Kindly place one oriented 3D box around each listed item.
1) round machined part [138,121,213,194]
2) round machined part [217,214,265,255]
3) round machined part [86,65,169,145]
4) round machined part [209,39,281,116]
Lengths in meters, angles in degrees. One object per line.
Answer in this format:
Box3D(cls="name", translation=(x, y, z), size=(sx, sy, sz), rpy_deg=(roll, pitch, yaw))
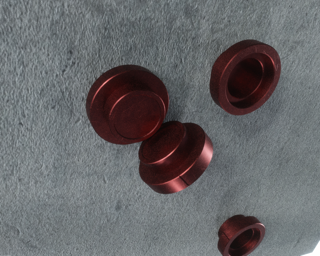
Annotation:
Box3D(cls="round machined part", translation=(0.012, 0.029, 0.385), size=(0.098, 0.098, 0.042), rpy_deg=(-41, 120, 0))
Box3D(cls="round machined part", translation=(0.154, 0.210, 0.610), size=(0.099, 0.042, 0.097), rpy_deg=(-14, 124, -21))
Box3D(cls="round machined part", translation=(-0.033, -0.021, 0.364), size=(0.099, 0.042, 0.097), rpy_deg=(-14, 124, -21))
Box3D(cls="round machined part", translation=(0.107, -0.069, 0.411), size=(0.099, 0.042, 0.097), rpy_deg=(-14, 124, -21))
